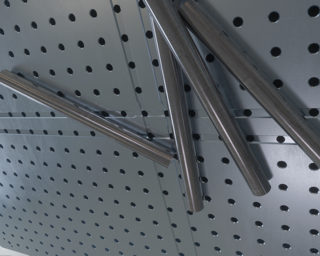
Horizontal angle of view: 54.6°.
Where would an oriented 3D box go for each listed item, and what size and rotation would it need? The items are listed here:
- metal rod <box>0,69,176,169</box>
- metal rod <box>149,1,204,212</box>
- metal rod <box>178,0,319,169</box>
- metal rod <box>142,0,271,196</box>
[{"bbox_3d":[-0.116,-0.018,0.461,0.301,0.025,0.025,26,128,12],"label":"metal rod"},{"bbox_3d":[0.024,-0.016,0.388,0.025,0.025,0.298,2,120,27],"label":"metal rod"},{"bbox_3d":[0.130,-0.019,0.331,0.300,0.025,0.025,46,129,-4],"label":"metal rod"},{"bbox_3d":[0.052,-0.041,0.341,0.025,0.025,0.299,-18,115,35],"label":"metal rod"}]
